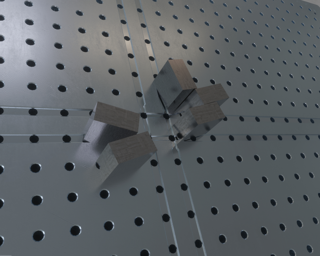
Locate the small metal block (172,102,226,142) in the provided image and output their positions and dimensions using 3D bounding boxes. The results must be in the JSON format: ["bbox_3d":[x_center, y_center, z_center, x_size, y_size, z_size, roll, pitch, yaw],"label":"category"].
[{"bbox_3d":[0.052,-0.008,0.425,0.050,0.050,0.025,-15,70,-34],"label":"small metal block"}]

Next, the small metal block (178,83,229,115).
[{"bbox_3d":[0.062,-0.036,0.447,0.050,0.050,0.025,-17,71,-34],"label":"small metal block"}]

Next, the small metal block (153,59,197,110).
[{"bbox_3d":[0.020,-0.062,0.440,0.025,0.050,0.050,-11,68,-33],"label":"small metal block"}]

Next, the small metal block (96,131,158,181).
[{"bbox_3d":[-0.038,0.032,0.352,0.050,0.050,0.025,-17,71,-35],"label":"small metal block"}]

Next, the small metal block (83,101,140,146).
[{"bbox_3d":[-0.057,-0.001,0.362,0.050,0.050,0.025,16,55,-19],"label":"small metal block"}]
